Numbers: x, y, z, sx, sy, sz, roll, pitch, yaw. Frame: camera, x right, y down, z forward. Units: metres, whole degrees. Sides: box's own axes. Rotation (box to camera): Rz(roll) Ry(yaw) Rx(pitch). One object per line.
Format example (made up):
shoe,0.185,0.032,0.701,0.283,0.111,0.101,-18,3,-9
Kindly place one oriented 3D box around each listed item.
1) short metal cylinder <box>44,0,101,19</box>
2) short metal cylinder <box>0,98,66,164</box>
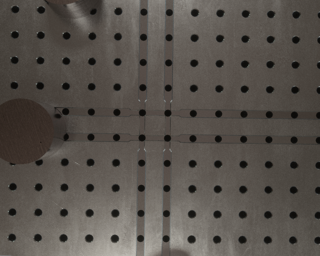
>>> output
short metal cylinder,-0.118,-0.189,0.399,0.081,0.050,0.079,0,90,-1
short metal cylinder,-0.168,0.004,0.399,0.081,0.050,0.079,0,90,-1
